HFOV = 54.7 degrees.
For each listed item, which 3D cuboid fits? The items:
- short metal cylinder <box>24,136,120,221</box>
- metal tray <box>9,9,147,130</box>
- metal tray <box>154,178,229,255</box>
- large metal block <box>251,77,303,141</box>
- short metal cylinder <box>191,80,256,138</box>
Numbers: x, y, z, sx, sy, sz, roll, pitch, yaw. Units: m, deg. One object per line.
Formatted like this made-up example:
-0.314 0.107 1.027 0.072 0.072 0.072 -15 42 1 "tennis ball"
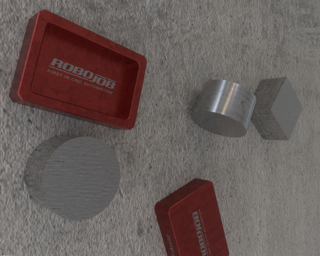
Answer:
-0.088 0.048 0.315 0.081 0.050 0.079 0 90 -40 "short metal cylinder"
-0.080 -0.055 0.333 0.131 0.030 0.090 17 79 -39 "metal tray"
0.049 0.149 0.443 0.091 0.030 0.129 -24 105 -37 "metal tray"
0.209 -0.034 0.563 0.080 0.050 0.080 49 61 -29 "large metal block"
0.091 -0.026 0.446 0.080 0.080 0.050 35 69 -35 "short metal cylinder"
